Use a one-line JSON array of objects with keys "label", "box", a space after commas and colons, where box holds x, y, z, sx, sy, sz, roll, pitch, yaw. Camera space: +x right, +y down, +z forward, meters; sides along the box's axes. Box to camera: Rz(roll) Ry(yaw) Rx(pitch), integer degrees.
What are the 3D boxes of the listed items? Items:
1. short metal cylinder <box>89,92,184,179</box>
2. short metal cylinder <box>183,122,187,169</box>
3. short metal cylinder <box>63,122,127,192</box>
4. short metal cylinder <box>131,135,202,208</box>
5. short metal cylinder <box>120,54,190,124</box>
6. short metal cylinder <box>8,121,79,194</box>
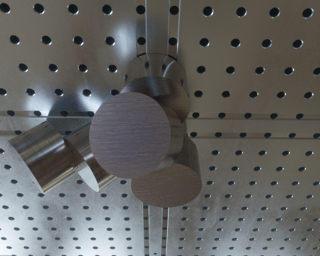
[{"label": "short metal cylinder", "box": [-0.022, 0.008, 0.307, 0.080, 0.080, 0.050, -19, 171, 15]}, {"label": "short metal cylinder", "box": [-0.002, 0.022, 0.413, 0.081, 0.050, 0.079, 0, 130, 0]}, {"label": "short metal cylinder", "box": [-0.080, 0.033, 0.394, 0.050, 0.080, 0.080, -34, 136, -27]}, {"label": "short metal cylinder", "box": [0.007, 0.051, 0.370, 0.081, 0.050, 0.079, 0, 130, 0]}, {"label": "short metal cylinder", "box": [-0.007, -0.039, 0.361, 0.081, 0.050, 0.079, 0, 130, 0]}, {"label": "short metal cylinder", "box": [-0.149, 0.037, 0.397, 0.050, 0.080, 0.080, -35, 136, -27]}]
